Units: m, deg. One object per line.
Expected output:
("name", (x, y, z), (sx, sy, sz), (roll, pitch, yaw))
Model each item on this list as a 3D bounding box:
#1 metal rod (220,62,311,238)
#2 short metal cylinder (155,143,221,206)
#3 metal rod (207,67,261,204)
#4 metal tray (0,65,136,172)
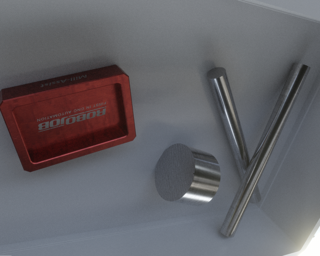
("metal rod", (0.165, 0.041, 0.499), (0.025, 0.025, 0.298), (13, 103, -34))
("short metal cylinder", (0.038, 0.066, 0.437), (0.050, 0.080, 0.080), (20, 108, -36))
("metal rod", (0.127, 0.031, 0.499), (0.025, 0.025, 0.299), (-33, 129, -7))
("metal tray", (-0.096, -0.012, 0.346), (0.131, 0.030, 0.089), (-17, 126, -19))
